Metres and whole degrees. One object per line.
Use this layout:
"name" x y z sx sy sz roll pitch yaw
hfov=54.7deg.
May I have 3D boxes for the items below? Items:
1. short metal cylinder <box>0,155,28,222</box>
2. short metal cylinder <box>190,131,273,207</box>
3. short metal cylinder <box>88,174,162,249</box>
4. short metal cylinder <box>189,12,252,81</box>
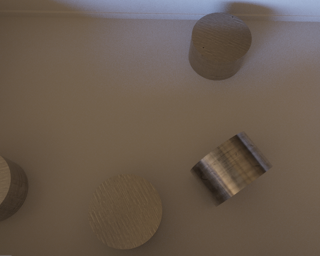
"short metal cylinder" -0.207 0.070 0.368 0.081 0.050 0.080 0 70 0
"short metal cylinder" 0.083 0.048 0.364 0.080 0.080 0.050 -32 74 -11
"short metal cylinder" -0.038 0.098 0.360 0.081 0.050 0.080 0 70 0
"short metal cylinder" 0.083 -0.115 0.439 0.081 0.050 0.080 0 70 0
